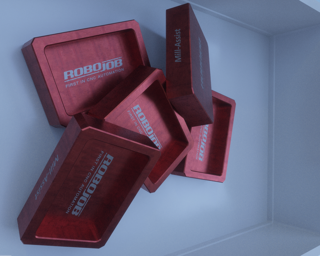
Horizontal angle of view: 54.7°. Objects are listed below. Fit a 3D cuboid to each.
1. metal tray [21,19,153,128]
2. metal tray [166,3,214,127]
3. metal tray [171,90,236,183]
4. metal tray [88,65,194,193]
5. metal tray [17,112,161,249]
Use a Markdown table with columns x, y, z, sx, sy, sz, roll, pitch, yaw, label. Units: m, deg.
| x | y | z | sx | sy | sz | roll | pitch | yaw | label |
| --- | --- | --- | --- | --- | --- | --- | --- | --- | --- |
| -0.070 | -0.063 | 0.343 | 0.131 | 0.030 | 0.089 | -26 | 107 | -37 | metal tray |
| 0.038 | -0.077 | 0.390 | 0.090 | 0.030 | 0.130 | 44 | 41 | -56 | metal tray |
| 0.066 | 0.011 | 0.459 | 0.091 | 0.030 | 0.129 | 16 | 80 | -39 | metal tray |
| -0.015 | 0.004 | 0.363 | 0.090 | 0.030 | 0.130 | -47 | 133 | -22 | metal tray |
| -0.069 | 0.058 | 0.307 | 0.091 | 0.030 | 0.129 | 22 | 105 | -38 | metal tray |
